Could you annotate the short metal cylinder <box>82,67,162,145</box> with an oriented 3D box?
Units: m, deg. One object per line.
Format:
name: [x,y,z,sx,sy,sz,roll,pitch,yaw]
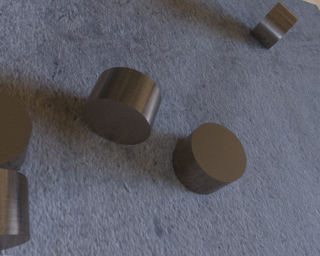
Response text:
short metal cylinder: [-0.043,-0.024,0.361,0.080,0.080,0.050,26,53,-12]

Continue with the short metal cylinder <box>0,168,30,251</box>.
short metal cylinder: [-0.148,0.070,0.247,0.081,0.080,0.050,1,62,-28]

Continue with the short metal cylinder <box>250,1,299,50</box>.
short metal cylinder: [0.227,-0.204,0.618,0.050,0.080,0.080,43,51,1]

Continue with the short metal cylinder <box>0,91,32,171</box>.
short metal cylinder: [-0.167,0.010,0.292,0.081,0.050,0.080,14,56,-21]

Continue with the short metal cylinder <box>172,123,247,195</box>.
short metal cylinder: [0.063,0.040,0.399,0.081,0.050,0.080,14,56,-21]
